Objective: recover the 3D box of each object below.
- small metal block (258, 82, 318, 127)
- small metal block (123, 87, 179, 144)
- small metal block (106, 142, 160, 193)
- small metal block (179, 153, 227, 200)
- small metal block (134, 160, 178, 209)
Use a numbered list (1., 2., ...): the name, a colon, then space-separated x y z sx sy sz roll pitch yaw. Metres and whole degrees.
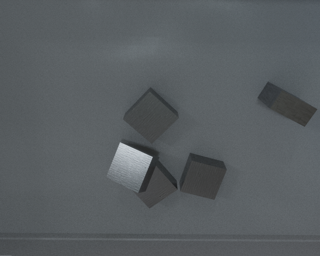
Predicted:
1. small metal block: 0.157 -0.031 0.388 0.050 0.050 0.025 26 108 -9
2. small metal block: -0.012 -0.016 0.405 0.050 0.025 0.050 42 105 -14
3. small metal block: -0.036 0.052 0.412 0.050 0.025 0.050 22 92 20
4. small metal block: 0.060 0.068 0.437 0.050 0.025 0.050 15 109 -6
5. small metal block: -0.011 0.077 0.440 0.050 0.025 0.050 -37 106 12
